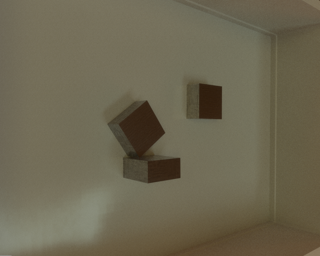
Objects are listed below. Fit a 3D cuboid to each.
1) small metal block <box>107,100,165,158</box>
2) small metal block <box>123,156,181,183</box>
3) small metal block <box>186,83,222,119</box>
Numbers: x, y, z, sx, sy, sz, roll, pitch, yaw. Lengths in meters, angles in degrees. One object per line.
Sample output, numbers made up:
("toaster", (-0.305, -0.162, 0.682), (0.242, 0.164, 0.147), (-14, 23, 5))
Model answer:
("small metal block", (-0.028, 0.001, 0.383), (0.050, 0.025, 0.050), (-44, 116, -31))
("small metal block", (-0.010, 0.049, 0.382), (0.050, 0.050, 0.025), (-1, 91, -40))
("small metal block", (0.066, -0.038, 0.462), (0.050, 0.025, 0.050), (0, 90, -40))
